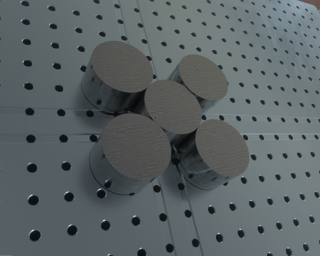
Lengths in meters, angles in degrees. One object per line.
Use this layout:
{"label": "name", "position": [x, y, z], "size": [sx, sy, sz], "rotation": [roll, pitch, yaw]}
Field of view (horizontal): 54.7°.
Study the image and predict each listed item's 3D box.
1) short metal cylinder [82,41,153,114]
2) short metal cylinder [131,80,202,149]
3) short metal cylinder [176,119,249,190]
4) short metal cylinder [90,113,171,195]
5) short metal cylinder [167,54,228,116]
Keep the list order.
{"label": "short metal cylinder", "position": [-0.056, -0.065, 0.402], "size": [0.081, 0.050, 0.080], "rotation": [14, 56, -21]}
{"label": "short metal cylinder", "position": [0.007, -0.016, 0.407], "size": [0.081, 0.050, 0.080], "rotation": [14, 56, -21]}
{"label": "short metal cylinder", "position": [0.069, 0.035, 0.409], "size": [0.081, 0.050, 0.080], "rotation": [14, 56, -21]}
{"label": "short metal cylinder", "position": [-0.034, 0.030, 0.355], "size": [0.081, 0.050, 0.080], "rotation": [14, 56, -21]}
{"label": "short metal cylinder", "position": [0.052, -0.061, 0.456], "size": [0.081, 0.050, 0.080], "rotation": [14, 56, -21]}
